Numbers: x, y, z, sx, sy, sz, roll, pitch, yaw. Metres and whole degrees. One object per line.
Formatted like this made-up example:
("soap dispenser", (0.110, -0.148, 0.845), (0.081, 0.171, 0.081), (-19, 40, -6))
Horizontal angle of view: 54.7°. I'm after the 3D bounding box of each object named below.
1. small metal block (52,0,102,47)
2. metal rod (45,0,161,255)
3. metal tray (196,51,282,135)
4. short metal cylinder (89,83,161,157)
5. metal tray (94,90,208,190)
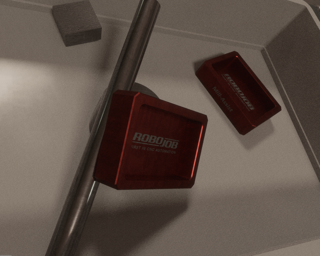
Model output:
("small metal block", (-0.114, -0.144, 0.426), (0.050, 0.025, 0.050), (-19, 72, -21))
("metal rod", (-0.053, -0.007, 0.319), (0.025, 0.025, 0.299), (22, 73, -16))
("metal tray", (0.131, -0.061, 0.512), (0.091, 0.030, 0.130), (-26, 76, -37))
("short metal cylinder", (-0.040, -0.010, 0.375), (0.081, 0.050, 0.080), (14, 56, -21))
("metal tray", (-0.002, 0.018, 0.331), (0.131, 0.030, 0.089), (13, 89, -51))
